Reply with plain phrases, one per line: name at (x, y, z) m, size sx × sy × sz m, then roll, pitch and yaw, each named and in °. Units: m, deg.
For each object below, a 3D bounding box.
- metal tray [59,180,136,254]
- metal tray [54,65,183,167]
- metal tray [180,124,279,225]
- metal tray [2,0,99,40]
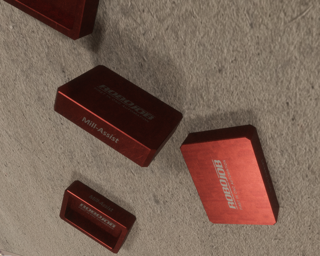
metal tray at (-0.116, 0.162, 0.562) m, size 0.130 × 0.030 × 0.089 m, roll 30°, pitch 128°, yaw 8°
metal tray at (-0.047, -0.020, 0.375) m, size 0.130 × 0.090 × 0.030 m, roll 32°, pitch 128°, yaw 7°
metal tray at (0.090, 0.064, 0.395) m, size 0.090 × 0.030 × 0.129 m, roll -10°, pitch 114°, yaw 32°
metal tray at (-0.134, -0.174, 0.364) m, size 0.130 × 0.030 × 0.089 m, roll 30°, pitch 128°, yaw 8°
